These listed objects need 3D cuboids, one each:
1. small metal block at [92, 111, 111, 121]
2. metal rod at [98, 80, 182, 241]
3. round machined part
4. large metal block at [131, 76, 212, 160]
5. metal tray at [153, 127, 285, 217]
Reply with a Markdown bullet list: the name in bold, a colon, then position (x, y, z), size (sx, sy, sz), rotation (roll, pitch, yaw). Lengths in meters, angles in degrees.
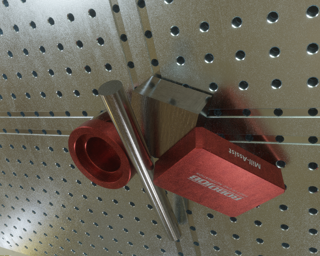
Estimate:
- **small metal block**: position (-0.072, 0.000, 0.445), size (0.050, 0.025, 0.050), rotation (-24, 106, 36)
- **metal rod**: position (-0.013, 0.066, 0.403), size (0.025, 0.025, 0.299), rotation (6, 137, 25)
- **round machined part**: position (-0.071, 0.031, 0.417), size (0.098, 0.042, 0.097), rotation (15, 126, 22)
- **large metal block**: position (0.010, -0.008, 0.381), size (0.080, 0.050, 0.079), rotation (21, 126, 15)
- **metal tray**: position (0.069, 0.058, 0.370), size (0.131, 0.030, 0.090), rotation (27, 133, -21)
